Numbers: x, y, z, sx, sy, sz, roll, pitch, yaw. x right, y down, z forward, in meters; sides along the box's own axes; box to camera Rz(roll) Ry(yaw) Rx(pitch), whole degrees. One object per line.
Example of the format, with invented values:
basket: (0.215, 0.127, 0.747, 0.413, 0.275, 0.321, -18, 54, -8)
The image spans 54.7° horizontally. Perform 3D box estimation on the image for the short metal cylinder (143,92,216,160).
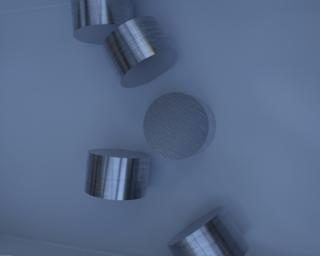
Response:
short metal cylinder: (0.026, -0.002, 0.387, 0.080, 0.050, 0.079, 0, 90, 19)

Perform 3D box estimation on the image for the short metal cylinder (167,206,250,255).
short metal cylinder: (0.055, 0.136, 0.361, 0.080, 0.080, 0.050, -37, 78, 16)

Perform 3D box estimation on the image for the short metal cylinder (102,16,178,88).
short metal cylinder: (-0.025, -0.093, 0.389, 0.080, 0.080, 0.050, -32, 80, 17)

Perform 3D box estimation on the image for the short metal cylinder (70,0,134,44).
short metal cylinder: (-0.074, -0.146, 0.406, 0.080, 0.080, 0.050, -5, 89, 19)

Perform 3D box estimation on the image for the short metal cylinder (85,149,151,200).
short metal cylinder: (-0.054, 0.057, 0.399, 0.080, 0.080, 0.050, 6, 92, 19)
